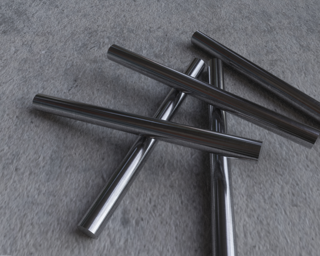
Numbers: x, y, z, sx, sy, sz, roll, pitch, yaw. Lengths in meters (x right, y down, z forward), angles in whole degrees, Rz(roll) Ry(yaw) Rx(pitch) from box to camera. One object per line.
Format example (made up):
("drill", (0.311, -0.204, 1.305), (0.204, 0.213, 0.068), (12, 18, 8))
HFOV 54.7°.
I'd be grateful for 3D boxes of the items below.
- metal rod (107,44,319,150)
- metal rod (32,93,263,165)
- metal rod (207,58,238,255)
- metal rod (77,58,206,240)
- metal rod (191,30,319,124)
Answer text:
("metal rod", (0.055, -0.050, 0.411), (0.301, 0.025, 0.025), (27, 55, 20))
("metal rod", (-0.032, -0.005, 0.376), (0.301, 0.025, 0.025), (13, 51, 22))
("metal rod", (0.074, 0.014, 0.391), (0.025, 0.025, 0.300), (4, 50, 3))
("metal rod", (-0.007, 0.003, 0.400), (0.025, 0.025, 0.301), (21, 53, 16))
("metal rod", (0.161, -0.070, 0.464), (0.025, 0.025, 0.300), (-34, 58, -25))
